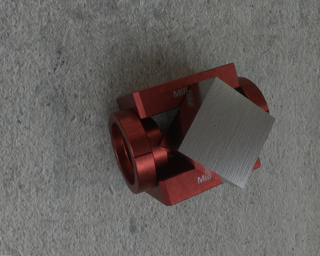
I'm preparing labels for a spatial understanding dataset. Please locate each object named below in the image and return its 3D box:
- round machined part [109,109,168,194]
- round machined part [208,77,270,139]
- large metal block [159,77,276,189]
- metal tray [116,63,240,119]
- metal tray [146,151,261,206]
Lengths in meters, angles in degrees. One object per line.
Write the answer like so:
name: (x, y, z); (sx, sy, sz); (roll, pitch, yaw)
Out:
round machined part: (-0.024, 0.024, 0.363); (0.042, 0.098, 0.097); (-17, 96, -20)
round machined part: (0.095, -0.015, 0.407); (0.042, 0.098, 0.097); (-17, 96, -20)
large metal block: (0.059, 0.005, 0.322); (0.080, 0.050, 0.080); (31, 80, -18)
metal tray: (0.020, -0.044, 0.385); (0.131, 0.090, 0.030); (-19, 97, -19)
metal tray: (0.047, 0.051, 0.393); (0.131, 0.090, 0.030); (-19, 97, -19)
